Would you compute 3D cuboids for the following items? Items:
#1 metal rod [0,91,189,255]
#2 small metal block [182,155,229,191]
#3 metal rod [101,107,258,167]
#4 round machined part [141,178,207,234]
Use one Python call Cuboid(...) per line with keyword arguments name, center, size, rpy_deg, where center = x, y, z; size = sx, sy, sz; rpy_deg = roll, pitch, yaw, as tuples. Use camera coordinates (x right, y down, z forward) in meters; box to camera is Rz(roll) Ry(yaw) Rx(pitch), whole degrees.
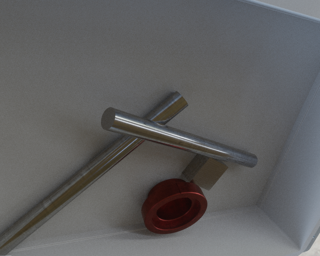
Cuboid(name="metal rod", center=(-0.087, 0.057, 0.397), size=(0.300, 0.025, 0.025), rpy_deg=(-39, 130, -2))
Cuboid(name="small metal block", center=(0.072, 0.067, 0.492), size=(0.050, 0.025, 0.050), rpy_deg=(30, 102, -38))
Cuboid(name="metal rod", center=(0.051, 0.023, 0.429), size=(0.302, 0.025, 0.025), rpy_deg=(17, 109, -43))
Cuboid(name="round machined part", center=(0.019, 0.115, 0.473), size=(0.099, 0.042, 0.097), rpy_deg=(-11, 131, -13))
